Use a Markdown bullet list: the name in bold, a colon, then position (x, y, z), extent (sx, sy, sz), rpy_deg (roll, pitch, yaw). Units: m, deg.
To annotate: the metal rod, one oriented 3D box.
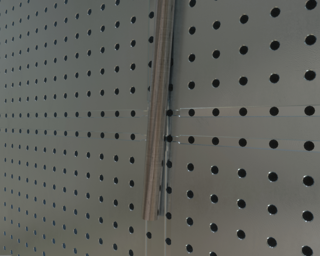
- **metal rod**: position (-0.003, -0.027, 0.412), extent (0.025, 0.025, 0.298), rpy_deg (7, 95, 40)
